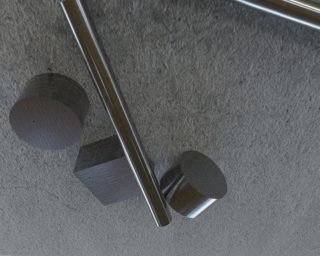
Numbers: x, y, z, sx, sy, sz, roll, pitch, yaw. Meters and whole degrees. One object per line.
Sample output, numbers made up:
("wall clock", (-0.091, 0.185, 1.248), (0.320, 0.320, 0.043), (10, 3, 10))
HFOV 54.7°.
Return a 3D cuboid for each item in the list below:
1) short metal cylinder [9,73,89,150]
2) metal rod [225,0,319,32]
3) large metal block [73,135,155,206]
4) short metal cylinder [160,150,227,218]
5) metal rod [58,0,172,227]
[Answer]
("short metal cylinder", (-0.130, -0.019, 0.373), (0.081, 0.050, 0.079), (0, 130, 0))
("metal rod", (0.081, -0.130, 0.296), (0.302, 0.025, 0.025), (13, 129, -12))
("large metal block", (-0.061, 0.058, 0.440), (0.080, 0.050, 0.080), (-19, 128, 15))
("short metal cylinder", (0.047, 0.078, 0.438), (0.080, 0.080, 0.050), (26, 125, -20))
("metal rod", (-0.041, 0.001, 0.365), (0.025, 0.025, 0.298), (-14, 116, 11))
